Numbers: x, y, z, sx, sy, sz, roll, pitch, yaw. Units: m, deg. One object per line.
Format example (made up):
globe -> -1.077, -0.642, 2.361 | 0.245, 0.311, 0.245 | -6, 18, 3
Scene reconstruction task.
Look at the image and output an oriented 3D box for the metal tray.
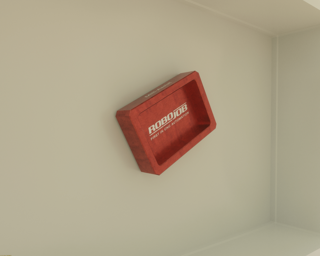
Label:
metal tray -> 0.014, -0.010, 0.410 | 0.131, 0.030, 0.090 | -35, 112, -35
